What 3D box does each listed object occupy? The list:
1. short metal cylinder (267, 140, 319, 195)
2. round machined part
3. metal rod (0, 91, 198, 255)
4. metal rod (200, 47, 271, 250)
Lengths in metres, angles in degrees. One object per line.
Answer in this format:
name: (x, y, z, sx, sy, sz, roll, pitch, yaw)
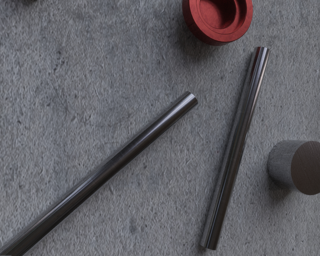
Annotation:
short metal cylinder: (0.215, 0.059, 0.477, 0.081, 0.050, 0.079, 0, 90, -21)
round machined part: (0.075, -0.162, 0.429, 0.099, 0.042, 0.097, 0, 90, -21)
metal rod: (-0.066, 0.054, 0.385, 0.301, 0.025, 0.025, -41, 103, -16)
metal rod: (0.111, 0.025, 0.451, 0.025, 0.025, 0.299, 19, 84, -20)
